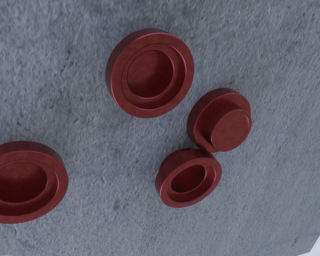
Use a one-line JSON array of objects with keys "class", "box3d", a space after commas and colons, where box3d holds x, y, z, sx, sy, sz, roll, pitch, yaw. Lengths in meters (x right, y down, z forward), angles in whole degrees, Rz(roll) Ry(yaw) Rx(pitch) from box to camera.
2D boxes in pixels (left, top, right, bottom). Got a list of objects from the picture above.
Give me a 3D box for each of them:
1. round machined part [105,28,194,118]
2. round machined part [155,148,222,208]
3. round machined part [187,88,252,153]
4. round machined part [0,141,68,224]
[{"class": "round machined part", "box3d": [-0.014, -0.063, 0.350, 0.099, 0.042, 0.097, -14, 125, -21]}, {"class": "round machined part", "box3d": [0.038, 0.068, 0.456, 0.099, 0.042, 0.097, -14, 130, -17]}, {"class": "round machined part", "box3d": [0.091, -0.005, 0.445, 0.099, 0.042, 0.097, -14, 124, -21]}, {"class": "round machined part", "box3d": [-0.157, 0.056, 0.345, 0.099, 0.042, 0.097, -14, 125, -21]}]
